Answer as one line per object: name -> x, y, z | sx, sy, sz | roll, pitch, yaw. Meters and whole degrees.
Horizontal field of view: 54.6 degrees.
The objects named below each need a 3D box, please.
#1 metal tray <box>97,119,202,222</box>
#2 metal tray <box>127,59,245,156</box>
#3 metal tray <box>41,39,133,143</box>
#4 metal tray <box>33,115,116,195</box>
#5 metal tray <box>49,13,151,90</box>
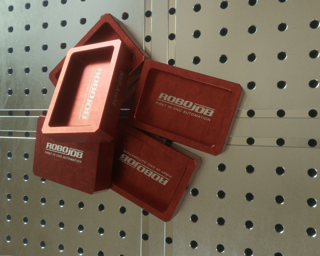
metal tray -> -0.022, 0.053, 0.417 | 0.130, 0.030, 0.090 | 27, 99, 18
metal tray -> 0.031, -0.028, 0.398 | 0.130, 0.030, 0.090 | 19, 97, 18
metal tray -> -0.091, -0.047, 0.397 | 0.090, 0.030, 0.130 | -2, 65, 27
metal tray -> -0.124, 0.033, 0.436 | 0.130, 0.030, 0.090 | 8, 94, 34
metal tray -> -0.086, -0.083, 0.440 | 0.130, 0.030, 0.090 | -41, 76, 15
